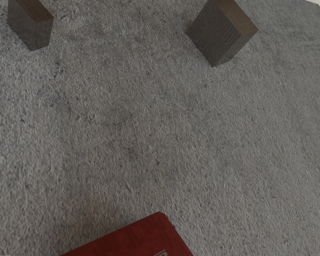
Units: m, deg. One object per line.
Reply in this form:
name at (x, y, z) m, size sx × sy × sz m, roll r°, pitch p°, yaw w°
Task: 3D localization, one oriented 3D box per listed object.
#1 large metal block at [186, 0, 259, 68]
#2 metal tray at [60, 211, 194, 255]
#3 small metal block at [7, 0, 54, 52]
large metal block at (0.103, -0.163, 0.523) m, size 0.050 × 0.080 × 0.080 m, roll -27°, pitch 77°, yaw -37°
metal tray at (-0.025, 0.138, 0.275) m, size 0.131 × 0.030 × 0.090 m, roll -11°, pitch 53°, yaw -44°
small metal block at (-0.161, -0.132, 0.382) m, size 0.050 × 0.050 × 0.025 m, roll 49°, pitch 51°, yaw 6°
